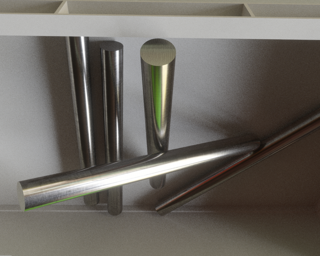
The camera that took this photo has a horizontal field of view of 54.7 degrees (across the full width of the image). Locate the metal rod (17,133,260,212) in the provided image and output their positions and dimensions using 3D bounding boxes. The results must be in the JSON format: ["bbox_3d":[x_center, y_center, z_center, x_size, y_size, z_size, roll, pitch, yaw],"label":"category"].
[{"bbox_3d":[0.008,0.038,0.341,0.303,0.025,0.025,-9,139,-36],"label":"metal rod"}]

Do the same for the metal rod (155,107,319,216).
[{"bbox_3d":[0.109,0.058,0.459,0.299,0.025,0.025,-36,122,26],"label":"metal rod"}]

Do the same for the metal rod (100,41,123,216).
[{"bbox_3d":[-0.064,0.025,0.429,0.025,0.025,0.298,3,130,-3],"label":"metal rod"}]

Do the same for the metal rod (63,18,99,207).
[{"bbox_3d":[-0.099,0.005,0.412,0.025,0.025,0.298,4,130,-3],"label":"metal rod"}]

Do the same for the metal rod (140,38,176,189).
[{"bbox_3d":[-0.003,0.015,0.349,0.025,0.025,0.299,0,153,0],"label":"metal rod"}]
